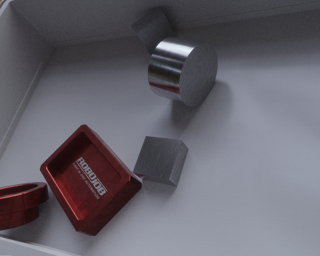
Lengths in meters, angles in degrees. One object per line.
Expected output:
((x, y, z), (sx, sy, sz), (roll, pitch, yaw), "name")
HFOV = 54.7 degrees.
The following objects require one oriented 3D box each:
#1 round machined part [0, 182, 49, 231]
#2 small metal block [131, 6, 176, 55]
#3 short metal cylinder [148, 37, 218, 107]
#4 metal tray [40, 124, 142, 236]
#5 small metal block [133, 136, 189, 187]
((-0.198, 0.103, 0.407), (0.098, 0.098, 0.042), (-7, 91, 24), "round machined part")
((-0.009, -0.151, 0.486), (0.050, 0.050, 0.025), (-34, 52, 6), "small metal block")
((0.030, -0.073, 0.398), (0.050, 0.080, 0.080), (23, 74, 36), "short metal cylinder")
((-0.096, 0.064, 0.411), (0.090, 0.030, 0.130), (-46, 51, -4), "metal tray")
((0.001, 0.040, 0.379), (0.050, 0.025, 0.050), (6, 64, 30), "small metal block")
